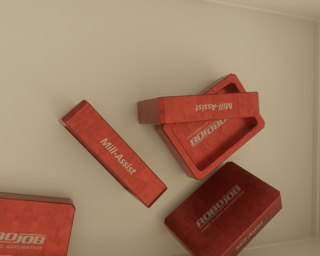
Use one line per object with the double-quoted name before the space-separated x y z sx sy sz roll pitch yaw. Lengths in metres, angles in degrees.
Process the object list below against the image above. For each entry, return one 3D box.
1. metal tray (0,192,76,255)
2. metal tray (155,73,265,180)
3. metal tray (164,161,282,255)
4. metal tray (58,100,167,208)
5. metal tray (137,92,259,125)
"metal tray" -0.170 0.121 0.346 0.131 0.030 0.089 11 86 -20
"metal tray" 0.071 -0.003 0.423 0.131 0.030 0.090 -37 100 -16
"metal tray" 0.082 0.112 0.406 0.131 0.090 0.030 -38 132 -16
"metal tray" -0.057 0.028 0.355 0.030 0.090 0.130 -45 105 -14
"metal tray" 0.046 -0.025 0.394 0.131 0.090 0.030 -5 93 -20
